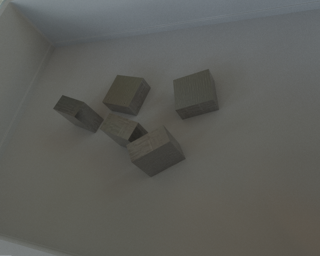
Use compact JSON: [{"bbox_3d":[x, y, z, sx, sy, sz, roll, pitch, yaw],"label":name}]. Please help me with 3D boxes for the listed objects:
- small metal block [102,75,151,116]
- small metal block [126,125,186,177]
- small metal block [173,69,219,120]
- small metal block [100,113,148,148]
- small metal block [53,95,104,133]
[{"bbox_3d":[-0.049,-0.049,0.460,0.050,0.025,0.050,13,68,33],"label":"small metal block"},{"bbox_3d":[-0.004,0.029,0.373,0.050,0.050,0.025,-29,52,9],"label":"small metal block"},{"bbox_3d":[0.047,-0.044,0.407,0.050,0.025,0.050,-15,56,19],"label":"small metal block"},{"bbox_3d":[-0.041,0.009,0.404,0.050,0.050,0.025,19,72,35],"label":"small metal block"},{"bbox_3d":[-0.121,-0.021,0.464,0.050,0.050,0.025,18,72,35],"label":"small metal block"}]
